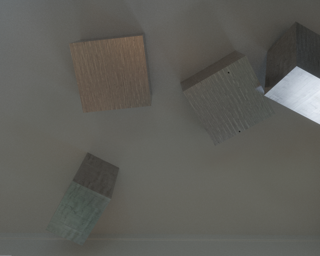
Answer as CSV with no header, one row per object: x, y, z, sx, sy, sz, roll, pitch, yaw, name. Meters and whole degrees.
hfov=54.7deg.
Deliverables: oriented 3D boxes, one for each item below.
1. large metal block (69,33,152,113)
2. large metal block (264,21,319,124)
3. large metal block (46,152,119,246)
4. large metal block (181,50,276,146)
-0.054,-0.068,0.372,0.080,0.050,0.079,-6,110,2,large metal block
0.170,-0.062,0.353,0.080,0.080,0.050,25,142,-9,large metal block
-0.100,0.092,0.415,0.050,0.080,0.080,29,108,-10,large metal block
0.082,-0.038,0.385,0.080,0.050,0.080,-30,108,10,large metal block
